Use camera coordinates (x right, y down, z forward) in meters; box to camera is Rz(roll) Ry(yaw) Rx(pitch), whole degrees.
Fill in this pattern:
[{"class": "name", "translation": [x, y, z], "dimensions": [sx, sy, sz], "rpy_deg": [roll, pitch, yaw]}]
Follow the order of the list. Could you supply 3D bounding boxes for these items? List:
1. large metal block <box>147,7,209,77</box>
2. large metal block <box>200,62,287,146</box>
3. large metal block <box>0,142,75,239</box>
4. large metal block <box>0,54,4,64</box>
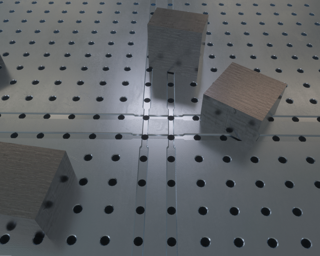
[{"class": "large metal block", "translation": [0.027, -0.133, 0.484], "dimensions": [0.080, 0.080, 0.050], "rpy_deg": [12, 51, 10]}, {"class": "large metal block", "translation": [0.112, -0.035, 0.422], "dimensions": [0.080, 0.050, 0.080], "rpy_deg": [29, 56, 22]}, {"class": "large metal block", "translation": [-0.149, 0.066, 0.336], "dimensions": [0.080, 0.050, 0.080], "rpy_deg": [7, 50, 6]}, {"class": "large metal block", "translation": [-0.315, -0.126, 0.496], "dimensions": [0.080, 0.050, 0.080], "rpy_deg": [-35, 58, -26]}]
